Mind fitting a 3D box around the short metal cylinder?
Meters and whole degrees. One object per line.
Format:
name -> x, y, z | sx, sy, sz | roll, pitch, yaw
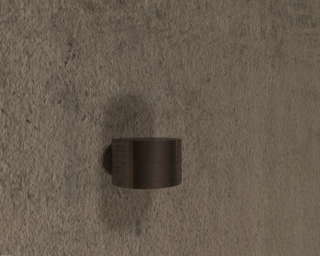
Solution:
short metal cylinder -> -0.015, 0.038, 0.358 | 0.081, 0.080, 0.050 | -1, 91, -40
